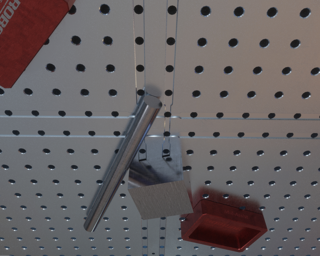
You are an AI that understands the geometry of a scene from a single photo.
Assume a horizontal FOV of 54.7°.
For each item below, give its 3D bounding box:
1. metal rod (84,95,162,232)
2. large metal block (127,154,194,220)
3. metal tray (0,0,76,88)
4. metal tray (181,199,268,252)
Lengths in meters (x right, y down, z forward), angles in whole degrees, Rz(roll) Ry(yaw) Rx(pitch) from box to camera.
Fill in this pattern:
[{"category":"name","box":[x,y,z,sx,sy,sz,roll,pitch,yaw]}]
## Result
[{"category":"metal rod","box":[-0.067,0.072,0.472,0.025,0.025,0.298,18,128,-15]},{"category":"large metal block","box":[0.003,0.092,0.474,0.080,0.050,0.080,-11,130,8]},{"category":"metal tray","box":[-0.160,-0.110,0.312,0.090,0.030,0.130,35,122,-27]},{"category":"metal tray","box":[0.115,0.181,0.564,0.131,0.030,0.089,18,128,-15]}]
